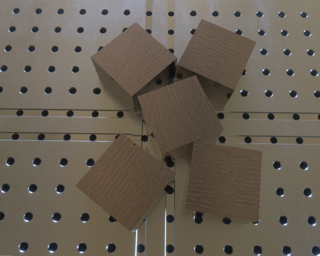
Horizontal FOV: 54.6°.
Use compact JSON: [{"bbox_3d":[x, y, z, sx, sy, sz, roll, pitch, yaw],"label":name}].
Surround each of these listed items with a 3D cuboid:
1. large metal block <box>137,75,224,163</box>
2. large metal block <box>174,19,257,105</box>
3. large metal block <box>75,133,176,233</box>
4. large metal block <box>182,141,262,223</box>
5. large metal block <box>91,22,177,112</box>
[{"bbox_3d":[0.024,-0.010,0.402,0.080,0.050,0.080,-21,72,-8],"label":"large metal block"},{"bbox_3d":[0.075,-0.091,0.431,0.080,0.050,0.080,25,72,6],"label":"large metal block"},{"bbox_3d":[-0.038,0.067,0.372,0.080,0.050,0.080,36,74,12],"label":"large metal block"},{"bbox_3d":[0.073,0.067,0.374,0.080,0.050,0.080,9,70,2],"label":"large metal block"},{"bbox_3d":[-0.034,-0.084,0.429,0.080,0.050,0.080,-42,75,-13],"label":"large metal block"}]
